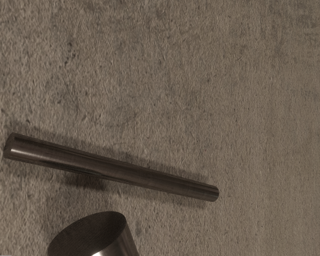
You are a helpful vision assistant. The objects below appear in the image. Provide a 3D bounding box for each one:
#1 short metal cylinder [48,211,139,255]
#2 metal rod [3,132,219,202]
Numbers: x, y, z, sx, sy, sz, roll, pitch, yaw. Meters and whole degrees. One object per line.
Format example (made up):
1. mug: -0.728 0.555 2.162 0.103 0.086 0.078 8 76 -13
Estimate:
1. short metal cylinder: -0.065 0.129 0.316 0.081 0.080 0.050 -27 108 -37
2. metal rod: -0.030 0.058 0.381 0.302 0.025 0.025 21 77 -38
